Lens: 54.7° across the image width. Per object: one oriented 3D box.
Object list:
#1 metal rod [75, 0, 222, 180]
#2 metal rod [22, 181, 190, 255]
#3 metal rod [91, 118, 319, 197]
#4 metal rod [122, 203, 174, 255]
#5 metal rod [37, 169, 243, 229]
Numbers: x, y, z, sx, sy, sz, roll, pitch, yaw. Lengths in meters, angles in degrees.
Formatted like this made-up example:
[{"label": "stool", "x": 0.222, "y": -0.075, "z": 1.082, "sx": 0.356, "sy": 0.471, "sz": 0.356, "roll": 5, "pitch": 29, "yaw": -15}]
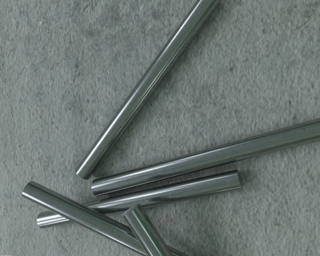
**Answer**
[{"label": "metal rod", "x": -0.022, "y": -0.050, "z": 0.415, "sx": 0.025, "sy": 0.025, "sz": 0.299, "roll": 41, "pitch": 102, "yaw": 15}, {"label": "metal rod", "x": -0.046, "y": 0.141, "z": 0.404, "sx": 0.301, "sy": 0.025, "sz": 0.025, "roll": 22, "pitch": 97, "yaw": 10}, {"label": "metal rod", "x": 0.046, "y": 0.043, "z": 0.392, "sx": 0.301, "sy": 0.025, "sz": 0.025, "roll": -17, "pitch": 84, "yaw": 18}, {"label": "metal rod", "x": 0.047, "y": 0.222, "z": 0.365, "sx": 0.025, "sy": 0.025, "sz": 0.299, "roll": -33, "pitch": 90, "yaw": 17}, {"label": "metal rod", "x": -0.040, "y": 0.101, "z": 0.422, "sx": 0.301, "sy": 0.025, "sz": 0.025, "roll": -16, "pitch": 85, "yaw": 18}]
